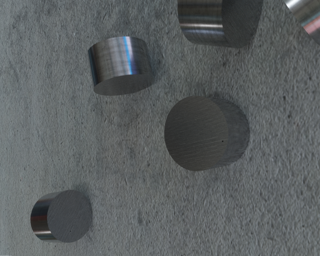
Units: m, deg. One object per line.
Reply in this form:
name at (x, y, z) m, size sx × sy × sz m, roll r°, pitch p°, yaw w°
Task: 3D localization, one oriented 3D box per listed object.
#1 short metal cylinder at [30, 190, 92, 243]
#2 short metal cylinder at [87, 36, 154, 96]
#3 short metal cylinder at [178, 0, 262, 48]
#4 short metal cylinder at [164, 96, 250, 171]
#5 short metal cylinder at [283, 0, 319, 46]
short metal cylinder at (-0.158, 0.143, 0.500) m, size 0.050 × 0.081 × 0.080 m, roll -17°, pitch 79°, yaw 39°
short metal cylinder at (-0.052, -0.080, 0.412) m, size 0.080 × 0.081 × 0.050 m, roll -19°, pitch 78°, yaw 38°
short metal cylinder at (0.063, -0.125, 0.317) m, size 0.050 × 0.081 × 0.079 m, roll 18°, pitch 102°, yaw 38°
short metal cylinder at (0.052, 0.006, 0.346) m, size 0.080 × 0.050 × 0.080 m, roll 0°, pitch 90°, yaw 40°
short metal cylinder at (0.135, -0.116, 0.257) m, size 0.050 × 0.081 × 0.080 m, roll -35°, pitch 68°, yaw 34°
